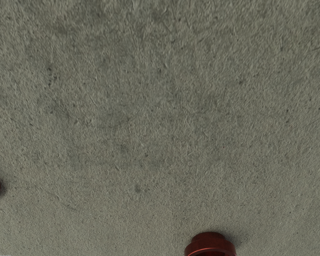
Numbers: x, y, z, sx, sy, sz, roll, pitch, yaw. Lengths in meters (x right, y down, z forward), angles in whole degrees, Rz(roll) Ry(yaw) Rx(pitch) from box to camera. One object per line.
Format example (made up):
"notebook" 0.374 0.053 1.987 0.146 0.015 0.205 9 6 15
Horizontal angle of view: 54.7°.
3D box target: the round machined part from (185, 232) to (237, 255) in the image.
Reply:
"round machined part" 0.096 0.237 0.599 0.099 0.042 0.097 0 130 0
